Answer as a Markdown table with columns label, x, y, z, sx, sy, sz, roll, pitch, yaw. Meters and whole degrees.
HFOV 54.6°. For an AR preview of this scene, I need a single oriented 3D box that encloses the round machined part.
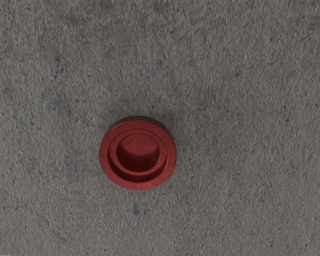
| label | x | y | z | sx | sy | sz | roll | pitch | yaw |
| --- | --- | --- | --- | --- | --- | --- | --- | --- | --- |
| round machined part | -0.028 | 0.029 | 0.411 | 0.099 | 0.042 | 0.097 | 0 | 110 | 0 |
